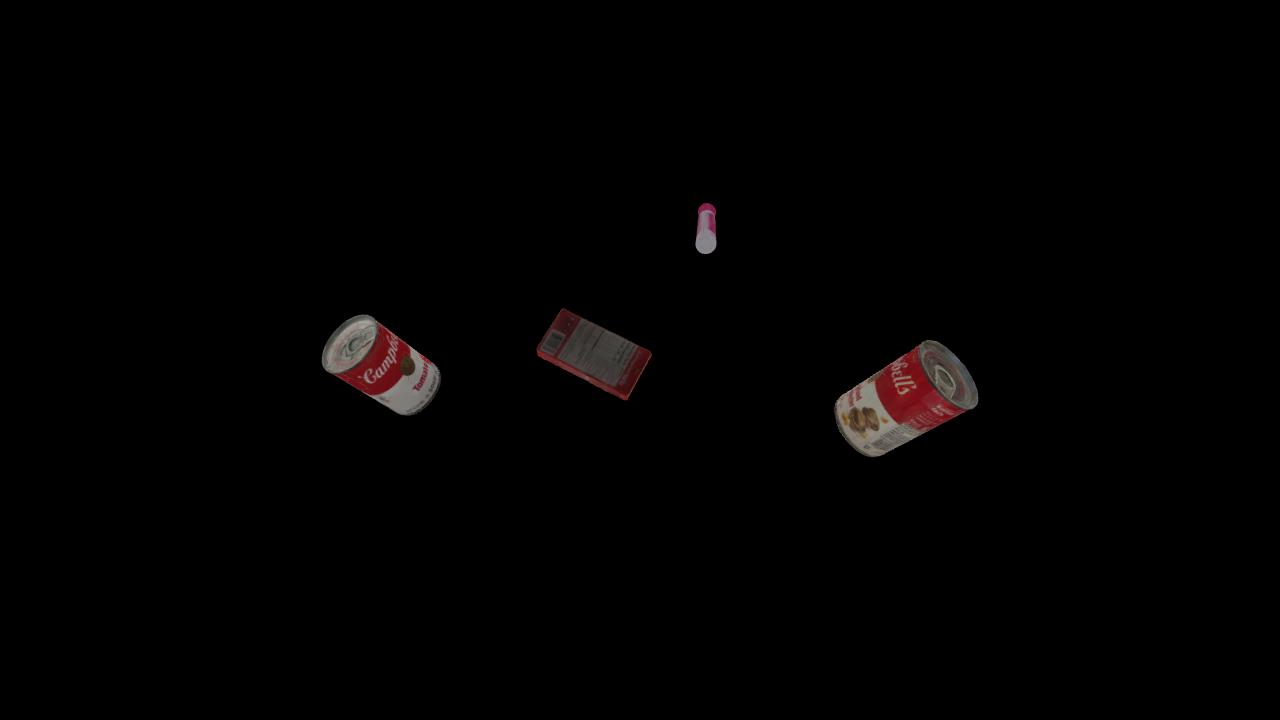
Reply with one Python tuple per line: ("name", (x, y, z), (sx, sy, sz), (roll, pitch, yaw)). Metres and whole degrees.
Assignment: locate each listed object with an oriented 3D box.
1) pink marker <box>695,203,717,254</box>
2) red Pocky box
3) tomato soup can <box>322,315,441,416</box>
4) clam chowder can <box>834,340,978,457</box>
("pink marker", (0.065, -0.131, 0.600), (0.020, 0.020, 0.121), (0, 28, 7))
("red Pocky box", (-0.069, -0.009, 0.920), (0.155, 0.083, 0.028), (27, -23, 6))
("tomato soup can", (-0.264, 0.009, 0.637), (0.068, 0.068, 0.101), (0, -30, 26))
("clam chowder can", (0.234, 0.037, 0.549), (0.068, 0.068, 0.102), (0, -32, -36))
